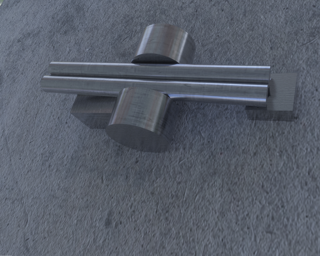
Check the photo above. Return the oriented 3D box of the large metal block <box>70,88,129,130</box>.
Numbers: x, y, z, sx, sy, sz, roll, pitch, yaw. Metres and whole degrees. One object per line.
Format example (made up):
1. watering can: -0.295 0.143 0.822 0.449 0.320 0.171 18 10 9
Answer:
1. large metal block: -0.072 -0.044 0.454 0.080 0.050 0.080 2 63 29

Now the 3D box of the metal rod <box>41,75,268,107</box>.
1. metal rod: -0.023 -0.049 0.390 0.301 0.025 0.025 6 64 22

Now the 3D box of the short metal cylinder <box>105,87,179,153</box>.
1. short metal cylinder: -0.021 -0.008 0.386 0.080 0.080 0.050 2 63 29

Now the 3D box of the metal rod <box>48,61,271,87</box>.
1. metal rod: -0.017 -0.071 0.400 0.301 0.025 0.025 6 64 22

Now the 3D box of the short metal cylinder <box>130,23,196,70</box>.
1. short metal cylinder: 0.005 -0.096 0.426 0.080 0.080 0.050 2 63 29

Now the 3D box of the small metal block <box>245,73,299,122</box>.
1. small metal block: 0.131 -0.035 0.359 0.050 0.025 0.050 3 63 30
